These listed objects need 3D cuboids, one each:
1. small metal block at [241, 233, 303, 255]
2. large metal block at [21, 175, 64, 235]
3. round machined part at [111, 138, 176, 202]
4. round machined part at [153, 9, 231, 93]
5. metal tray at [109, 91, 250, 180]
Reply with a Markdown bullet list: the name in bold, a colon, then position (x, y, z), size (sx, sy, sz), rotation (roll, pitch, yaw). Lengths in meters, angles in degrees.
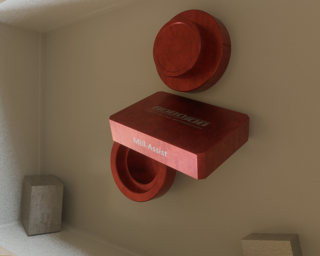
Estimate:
- **small metal block**: position (0.115, 0.135, 0.311), size (0.050, 0.025, 0.050), rotation (-15, 81, 38)
- **large metal block**: position (-0.208, 0.130, 0.542), size (0.080, 0.050, 0.079), rotation (9, 95, 58)
- **round machined part**: position (-0.017, 0.045, 0.408), size (0.098, 0.042, 0.097), rotation (0, 90, 39)
- **round machined part**: position (0.031, -0.092, 0.369), size (0.098, 0.042, 0.097), rotation (0, 90, 39)
- **metal tray**: position (0.019, 0.000, 0.344), size (0.130, 0.091, 0.030), rotation (21, 129, 38)
